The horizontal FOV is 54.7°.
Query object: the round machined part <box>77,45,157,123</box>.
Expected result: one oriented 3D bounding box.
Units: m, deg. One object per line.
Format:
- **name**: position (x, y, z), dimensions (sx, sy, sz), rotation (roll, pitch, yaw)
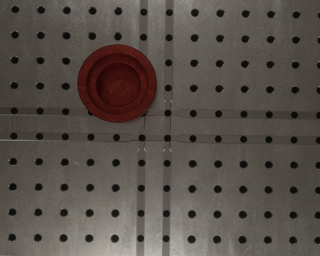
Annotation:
- **round machined part**: position (-0.053, -0.055, 0.404), dimensions (0.099, 0.042, 0.097), rotation (0, 90, -1)
